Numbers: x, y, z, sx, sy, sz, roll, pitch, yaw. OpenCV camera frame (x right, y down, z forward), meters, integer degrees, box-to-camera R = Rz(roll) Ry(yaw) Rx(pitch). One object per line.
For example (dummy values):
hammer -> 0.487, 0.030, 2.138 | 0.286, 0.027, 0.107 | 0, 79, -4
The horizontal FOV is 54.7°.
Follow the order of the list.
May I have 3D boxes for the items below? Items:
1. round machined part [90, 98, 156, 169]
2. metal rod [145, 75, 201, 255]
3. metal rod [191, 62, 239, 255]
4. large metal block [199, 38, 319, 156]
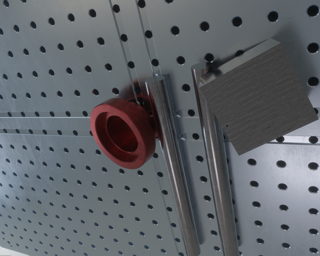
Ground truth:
round machined part -> -0.044, 0.004, 0.418 | 0.098, 0.042, 0.097 | 22, 131, 29
metal rod -> 0.024, 0.071, 0.442 | 0.025, 0.025, 0.298 | 1, 119, 27
metal rod -> 0.078, 0.062, 0.408 | 0.025, 0.025, 0.298 | 1, 119, 28
large metal block -> 0.095, -0.032, 0.310 | 0.080, 0.050, 0.080 | -28, 104, 17
